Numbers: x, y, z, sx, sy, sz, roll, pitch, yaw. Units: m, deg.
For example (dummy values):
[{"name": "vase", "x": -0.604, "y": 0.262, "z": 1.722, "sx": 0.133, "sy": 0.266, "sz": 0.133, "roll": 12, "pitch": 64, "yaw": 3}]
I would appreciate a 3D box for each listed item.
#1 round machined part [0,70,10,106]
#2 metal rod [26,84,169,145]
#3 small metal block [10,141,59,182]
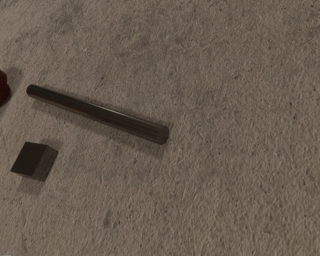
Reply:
[{"name": "round machined part", "x": -0.339, "y": -0.071, "z": 0.611, "sx": 0.098, "sy": 0.042, "sz": 0.098, "roll": -13, "pitch": 56, "yaw": 20}, {"name": "metal rod", "x": -0.113, "y": -0.029, "z": 0.479, "sx": 0.300, "sy": 0.025, "sz": 0.025, "roll": 18, "pitch": 71, "yaw": 34}, {"name": "small metal block", "x": -0.190, "y": 0.051, "z": 0.470, "sx": 0.050, "sy": 0.025, "sz": 0.050, "roll": 5, "pitch": 64, "yaw": 30}]
